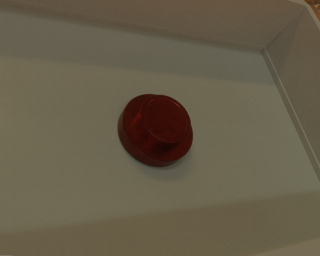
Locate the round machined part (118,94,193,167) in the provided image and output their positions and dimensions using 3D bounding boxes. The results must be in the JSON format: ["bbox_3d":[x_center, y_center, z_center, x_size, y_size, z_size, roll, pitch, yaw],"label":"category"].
[{"bbox_3d":[0.000,-0.003,0.394,0.099,0.042,0.098,14,56,-21],"label":"round machined part"}]
